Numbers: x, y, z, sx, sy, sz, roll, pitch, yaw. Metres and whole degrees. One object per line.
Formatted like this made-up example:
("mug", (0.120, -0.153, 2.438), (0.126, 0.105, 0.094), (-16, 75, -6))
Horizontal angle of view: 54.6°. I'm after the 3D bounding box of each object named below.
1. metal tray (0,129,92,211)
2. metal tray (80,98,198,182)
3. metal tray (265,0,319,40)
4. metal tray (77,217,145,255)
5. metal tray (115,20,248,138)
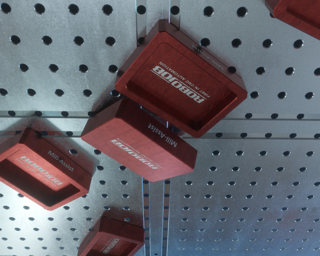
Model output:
("metal tray", (-0.179, 0.067, 0.463), (0.090, 0.030, 0.130), (-28, 125, 22))
("metal tray", (-0.026, 0.022, 0.408), (0.130, 0.030, 0.090), (36, 141, -27))
("metal tray", (0.184, -0.128, 0.300), (0.131, 0.030, 0.089), (19, 128, -16))
("metal tray", (-0.097, 0.228, 0.601), (0.090, 0.030, 0.129), (23, 127, -18))
("metal tray", (0.025, -0.051, 0.364), (0.131, 0.030, 0.090), (31, 124, -24))
